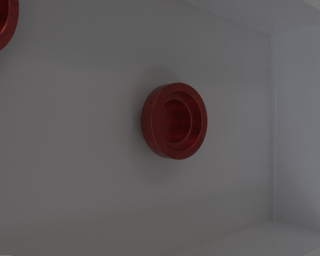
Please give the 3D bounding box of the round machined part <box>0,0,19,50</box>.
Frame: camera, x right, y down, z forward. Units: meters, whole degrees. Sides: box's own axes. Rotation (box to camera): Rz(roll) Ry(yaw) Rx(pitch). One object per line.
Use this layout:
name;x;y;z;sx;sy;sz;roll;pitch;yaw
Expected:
round machined part;-0.164;-0.104;0.240;0.098;0.042;0.097;6;91;-70

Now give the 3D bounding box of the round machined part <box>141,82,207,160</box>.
round machined part;0.014;-0.009;0.407;0.099;0.042;0.097;0;90;-40
